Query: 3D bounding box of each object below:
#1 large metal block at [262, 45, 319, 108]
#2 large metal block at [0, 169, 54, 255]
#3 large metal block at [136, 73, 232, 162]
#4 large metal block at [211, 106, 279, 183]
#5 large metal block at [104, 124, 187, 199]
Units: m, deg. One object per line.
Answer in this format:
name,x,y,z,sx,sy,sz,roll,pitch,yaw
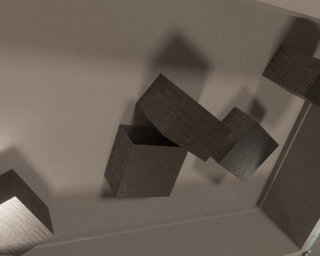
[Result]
large metal block,0.212,-0.070,0.448,0.081,0.080,0.050,19,108,-36
large metal block,-0.184,0.108,0.359,0.080,0.050,0.080,-30,129,-10
large metal block,0.028,-0.013,0.382,0.080,0.080,0.050,33,100,-39
large metal block,0.123,0.027,0.479,0.080,0.050,0.080,-49,129,6
large metal block,-0.019,0.045,0.411,0.081,0.050,0.079,6,116,-31
